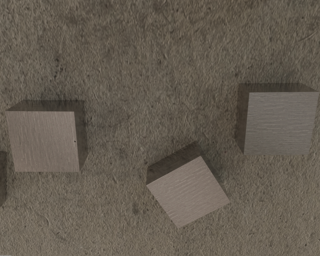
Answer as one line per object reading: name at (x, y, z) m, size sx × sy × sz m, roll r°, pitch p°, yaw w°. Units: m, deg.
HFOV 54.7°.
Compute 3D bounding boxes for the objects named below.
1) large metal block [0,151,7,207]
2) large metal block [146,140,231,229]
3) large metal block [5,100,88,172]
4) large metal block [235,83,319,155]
large metal block at (-0.261, 0.073, 0.421) m, size 0.081 × 0.050 × 0.079 m, roll 9°, pitch 110°, yaw -4°
large metal block at (0.038, 0.077, 0.425) m, size 0.080 × 0.050 × 0.080 m, roll -30°, pitch 108°, yaw 10°
large metal block at (-0.141, 0.009, 0.398) m, size 0.081 × 0.050 × 0.079 m, roll 0°, pitch 110°, yaw -1°
large metal block at (0.143, -0.013, 0.393) m, size 0.081 × 0.050 × 0.079 m, roll -1°, pitch 110°, yaw 0°
